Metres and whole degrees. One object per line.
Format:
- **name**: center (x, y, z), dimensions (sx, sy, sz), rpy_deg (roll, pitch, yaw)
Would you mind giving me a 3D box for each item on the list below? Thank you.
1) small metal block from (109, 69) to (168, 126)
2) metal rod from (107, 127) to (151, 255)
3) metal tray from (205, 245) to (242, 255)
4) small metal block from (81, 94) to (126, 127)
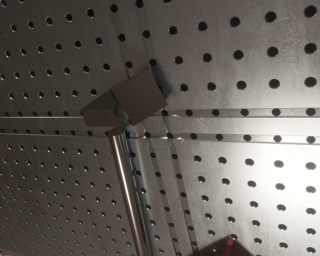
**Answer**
- **small metal block**: center (-0.026, -0.038, 0.382), dimensions (0.050, 0.050, 0.025), rpy_deg (60, 168, -15)
- **metal rod**: center (-0.044, 0.135, 0.516), dimensions (0.025, 0.025, 0.298), rpy_deg (6, 121, 25)
- **metal tray**: center (0.100, 0.253, 0.510), dimensions (0.090, 0.030, 0.129), rpy_deg (42, 129, -2)
- **small metal block**: center (-0.067, -0.025, 0.414), dimensions (0.050, 0.050, 0.025), rpy_deg (1, 119, 27)
